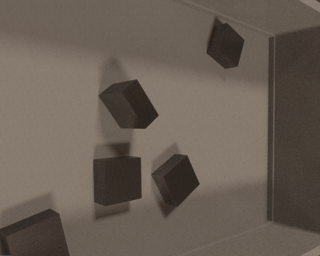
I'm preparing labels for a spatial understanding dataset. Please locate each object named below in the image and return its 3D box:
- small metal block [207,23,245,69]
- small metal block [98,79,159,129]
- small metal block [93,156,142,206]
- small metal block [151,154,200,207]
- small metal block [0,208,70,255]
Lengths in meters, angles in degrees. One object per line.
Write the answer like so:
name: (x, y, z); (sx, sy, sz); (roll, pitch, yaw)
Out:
small metal block: (0.106, -0.131, 0.498); (0.050, 0.025, 0.050); (28, 73, -37)
small metal block: (-0.037, -0.026, 0.361); (0.025, 0.050, 0.050); (-47, 118, -30)
small metal block: (-0.050, 0.061, 0.367); (0.050, 0.025, 0.050); (-2, 91, -40)
small metal block: (0.022, 0.071, 0.428); (0.050, 0.025, 0.050); (-38, 113, -34)
small metal block: (-0.123, 0.115, 0.305); (0.050, 0.025, 0.050); (-18, 101, -39)
